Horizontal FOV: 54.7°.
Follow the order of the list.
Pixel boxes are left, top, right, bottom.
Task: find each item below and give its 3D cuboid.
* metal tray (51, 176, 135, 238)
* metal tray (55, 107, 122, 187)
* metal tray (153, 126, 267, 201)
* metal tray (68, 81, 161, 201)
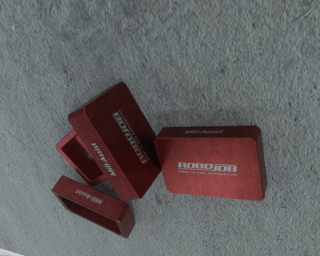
[{"bbox_3d":[-0.110,0.135,0.525,0.130,0.030,0.090,19,147,16],"label":"metal tray"},{"bbox_3d":[-0.093,0.031,0.463,0.090,0.030,0.129,50,134,-7],"label":"metal tray"},{"bbox_3d":[0.064,0.044,0.397,0.130,0.030,0.089,-1,118,28],"label":"metal tray"},{"bbox_3d":[-0.047,0.016,0.399,0.030,0.090,0.130,-19,109,35],"label":"metal tray"}]
